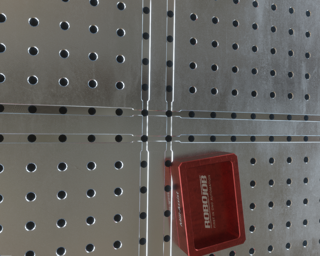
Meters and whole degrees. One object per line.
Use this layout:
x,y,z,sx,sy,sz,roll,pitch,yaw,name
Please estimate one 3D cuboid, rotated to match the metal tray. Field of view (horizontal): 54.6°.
0.068,0.104,0.434,0.091,0.030,0.129,-7,93,-20,metal tray
